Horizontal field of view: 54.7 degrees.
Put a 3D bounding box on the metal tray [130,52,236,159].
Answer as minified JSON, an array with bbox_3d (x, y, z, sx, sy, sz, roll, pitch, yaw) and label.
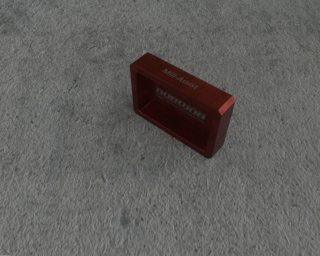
[{"bbox_3d":[0.023,-0.028,0.386,0.130,0.089,0.030,32,57,24],"label":"metal tray"}]
